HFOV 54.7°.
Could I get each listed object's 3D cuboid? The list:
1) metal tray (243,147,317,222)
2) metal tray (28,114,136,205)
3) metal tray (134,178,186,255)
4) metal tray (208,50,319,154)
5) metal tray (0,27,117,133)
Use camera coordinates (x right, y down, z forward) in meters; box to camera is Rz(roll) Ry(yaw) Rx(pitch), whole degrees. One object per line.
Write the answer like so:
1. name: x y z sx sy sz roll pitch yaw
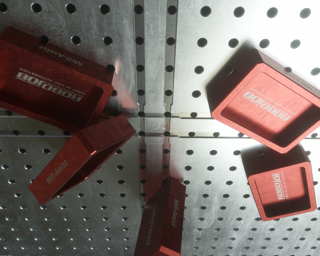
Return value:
1. metal tray: 0.192 0.093 0.490 0.090 0.030 0.130 -17 128 14
2. metal tray: -0.100 0.040 0.399 0.129 0.091 0.030 -42 83 31
3. metal tray: 0.000 0.151 0.469 0.030 0.130 0.089 29 125 -12
4. metal tray: 0.138 -0.027 0.387 0.131 0.030 0.090 25 126 -21
5. metal tray: -0.129 -0.049 0.364 0.131 0.030 0.089 21 127 -18
